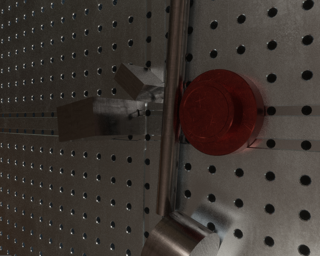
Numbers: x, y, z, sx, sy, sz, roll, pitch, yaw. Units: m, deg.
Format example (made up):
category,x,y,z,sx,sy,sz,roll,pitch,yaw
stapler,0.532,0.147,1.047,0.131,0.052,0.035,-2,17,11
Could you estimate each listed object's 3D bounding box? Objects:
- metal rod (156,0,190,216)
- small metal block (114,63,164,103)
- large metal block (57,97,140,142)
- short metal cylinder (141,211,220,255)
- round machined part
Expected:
category,x,y,z,sx,sy,sz,roll,pitch,yaw
metal rod,0.017,-0.038,0.393,0.025,0.025,0.298,6,94,39
small metal block,-0.024,-0.059,0.411,0.050,0.050,0.025,46,118,30
large metal block,-0.088,-0.010,0.444,0.080,0.081,0.050,-10,84,39
short metal cylinder,0.024,0.143,0.352,0.050,0.081,0.079,24,105,37
round machined part,0.061,-0.018,0.347,0.098,0.042,0.097,0,90,39
